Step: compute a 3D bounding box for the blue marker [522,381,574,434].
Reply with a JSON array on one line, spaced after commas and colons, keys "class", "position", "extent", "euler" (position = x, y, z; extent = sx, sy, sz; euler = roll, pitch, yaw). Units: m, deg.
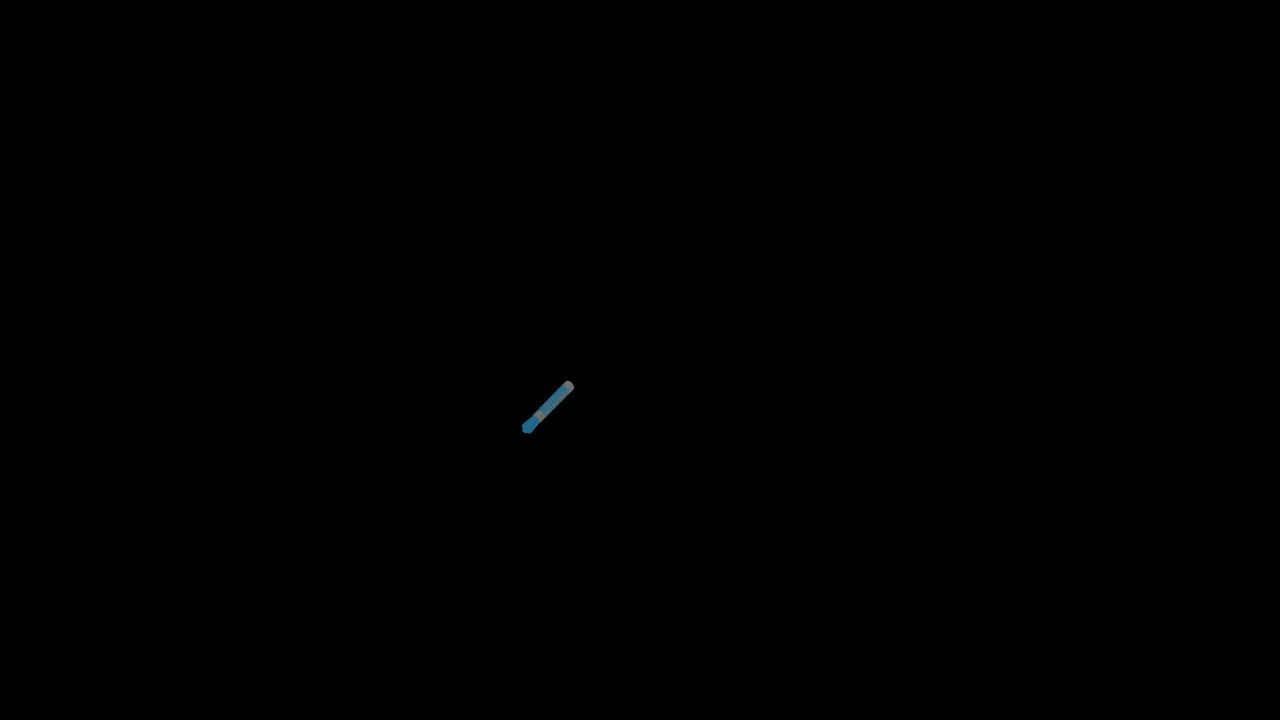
[{"class": "blue marker", "position": [-0.147, 0.075, 0.980], "extent": [0.020, 0.020, 0.121], "euler": [0, 34, 37]}]
